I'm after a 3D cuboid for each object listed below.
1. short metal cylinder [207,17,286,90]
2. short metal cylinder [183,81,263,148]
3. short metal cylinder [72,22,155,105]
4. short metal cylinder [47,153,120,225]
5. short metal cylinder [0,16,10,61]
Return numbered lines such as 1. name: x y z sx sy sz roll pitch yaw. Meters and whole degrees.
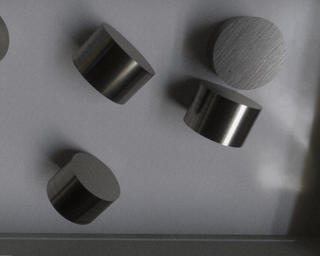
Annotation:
1. short metal cylinder: 0.099 -0.090 0.366 0.081 0.050 0.079 0 110 0
2. short metal cylinder: 0.075 -0.018 0.376 0.080 0.080 0.050 20 109 -7
3. short metal cylinder: -0.052 -0.073 0.355 0.050 0.080 0.080 -43 105 14
4. short metal cylinder: -0.100 0.079 0.410 0.080 0.080 0.050 43 105 -14
5. short metal cylinder: -0.226 -0.106 0.357 0.081 0.050 0.079 0 110 0
